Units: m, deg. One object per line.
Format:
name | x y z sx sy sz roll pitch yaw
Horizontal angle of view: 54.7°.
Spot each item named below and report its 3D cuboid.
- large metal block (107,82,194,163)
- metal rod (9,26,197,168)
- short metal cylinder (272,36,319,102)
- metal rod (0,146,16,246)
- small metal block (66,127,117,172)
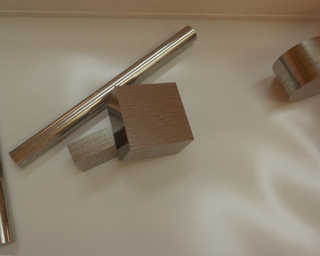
large metal block | -0.014 -0.008 0.386 0.081 0.050 0.080 -7 69 -24
metal rod | -0.068 -0.050 0.427 0.301 0.025 0.025 -38 75 -13
short metal cylinder | 0.199 -0.077 0.411 0.081 0.080 0.050 -18 71 -7
metal rod | -0.228 0.001 0.406 0.025 0.025 0.299 -17 71 -7
small metal block | -0.081 0.028 0.385 0.050 0.050 0.025 -25 72 -9
